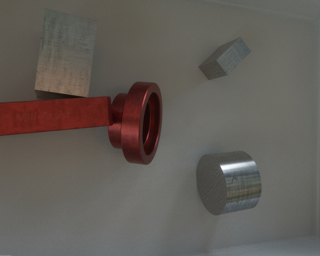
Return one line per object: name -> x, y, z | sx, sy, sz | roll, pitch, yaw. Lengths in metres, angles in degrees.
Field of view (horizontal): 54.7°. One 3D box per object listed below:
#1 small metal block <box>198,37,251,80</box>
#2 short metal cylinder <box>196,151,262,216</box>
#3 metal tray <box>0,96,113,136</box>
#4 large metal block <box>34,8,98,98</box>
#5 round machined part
small metal block -> 0.089, -0.095, 0.431 | 0.050, 0.050, 0.025 | -44, 104, -15
short metal cylinder -> 0.090, 0.073, 0.416 | 0.050, 0.080, 0.079 | -5, 92, -20
metal tray -> -0.124, -0.012, 0.330 | 0.131, 0.090, 0.030 | -6, 92, -20
large metal block -> -0.106, -0.074, 0.343 | 0.050, 0.080, 0.080 | 7, 88, -20
round machined part -> -0.030, -0.007, 0.371 | 0.042, 0.098, 0.097 | 6, 88, 13
